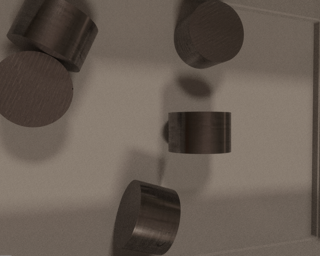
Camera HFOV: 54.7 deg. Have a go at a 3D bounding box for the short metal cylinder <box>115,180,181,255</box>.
[{"bbox_3d":[-0.017,0.108,0.376,0.050,0.080,0.080,19,84,-20],"label":"short metal cylinder"}]

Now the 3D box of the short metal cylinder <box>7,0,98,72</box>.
[{"bbox_3d":[-0.116,-0.102,0.339,0.080,0.080,0.050,25,82,-19],"label":"short metal cylinder"}]

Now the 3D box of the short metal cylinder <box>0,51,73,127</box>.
[{"bbox_3d":[-0.141,-0.041,0.345,0.081,0.050,0.079,0,90,-21],"label":"short metal cylinder"}]

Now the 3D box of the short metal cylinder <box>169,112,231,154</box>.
[{"bbox_3d":[0.051,0.005,0.401,0.081,0.080,0.050,0,90,-20],"label":"short metal cylinder"}]

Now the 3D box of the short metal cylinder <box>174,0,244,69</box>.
[{"bbox_3d":[0.066,-0.125,0.423,0.081,0.050,0.079,0,90,-21],"label":"short metal cylinder"}]
